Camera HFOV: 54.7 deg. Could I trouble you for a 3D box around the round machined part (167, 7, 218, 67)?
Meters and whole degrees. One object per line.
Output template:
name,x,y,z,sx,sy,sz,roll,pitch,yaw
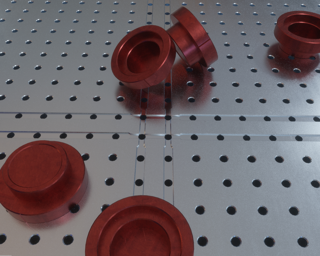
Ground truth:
round machined part,0.044,-0.133,0.480,0.042,0.098,0.098,-36,55,5

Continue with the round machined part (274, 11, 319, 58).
round machined part,0.246,-0.157,0.532,0.099,0.042,0.098,0,50,0

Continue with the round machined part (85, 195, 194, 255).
round machined part,-0.018,0.118,0.297,0.099,0.042,0.098,0,50,0

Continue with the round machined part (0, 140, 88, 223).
round machined part,-0.135,0.053,0.351,0.099,0.042,0.098,0,50,0

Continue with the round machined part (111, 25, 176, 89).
round machined part,-0.021,-0.101,0.463,0.098,0.042,0.098,-11,63,23
